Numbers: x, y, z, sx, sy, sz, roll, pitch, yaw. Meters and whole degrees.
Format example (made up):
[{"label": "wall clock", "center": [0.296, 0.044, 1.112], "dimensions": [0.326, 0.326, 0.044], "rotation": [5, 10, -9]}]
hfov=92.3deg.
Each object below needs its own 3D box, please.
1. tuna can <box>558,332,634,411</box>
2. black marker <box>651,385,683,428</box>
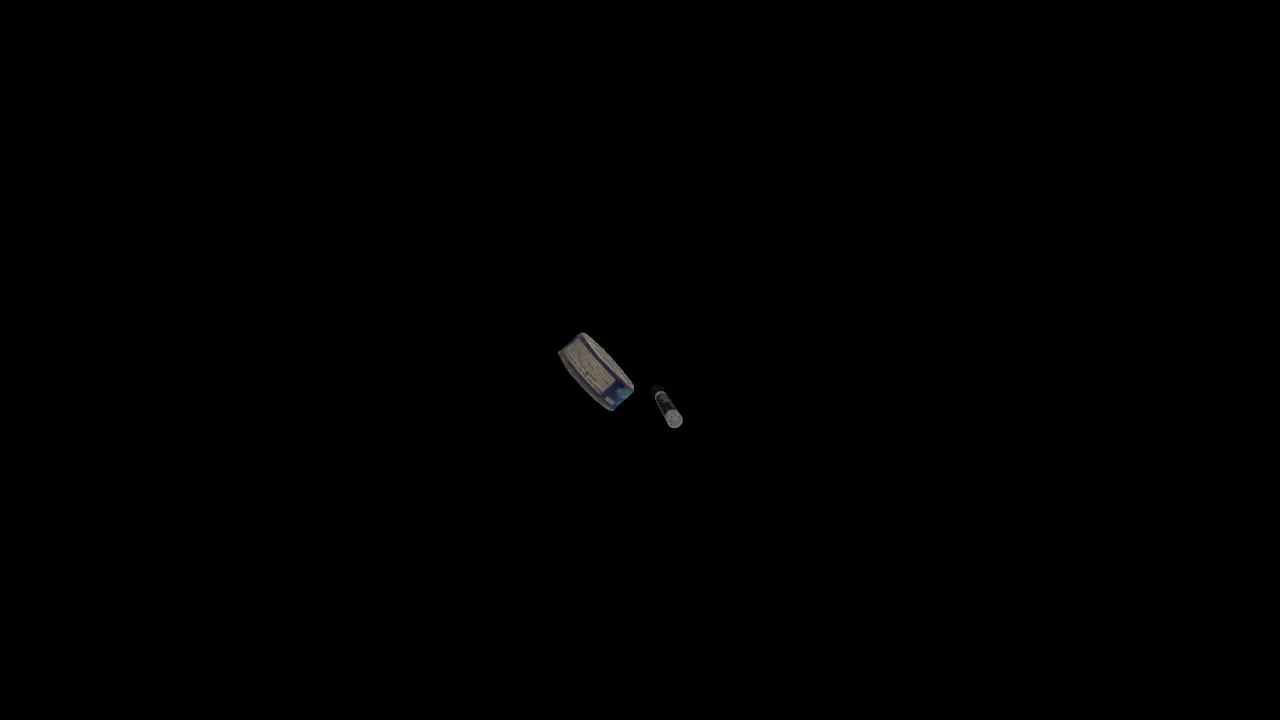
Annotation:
[{"label": "tuna can", "center": [-0.044, 0.011, 0.636], "dimensions": [0.034, 0.084, 0.084], "rotation": [-42, -3, 3]}, {"label": "black marker", "center": [0.031, 0.055, 0.768], "dimensions": [0.020, 0.020, 0.121], "rotation": [0, 15, -9]}]
